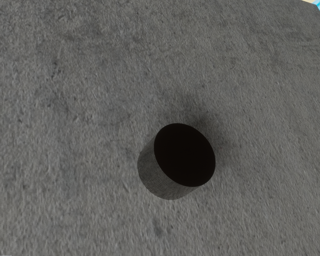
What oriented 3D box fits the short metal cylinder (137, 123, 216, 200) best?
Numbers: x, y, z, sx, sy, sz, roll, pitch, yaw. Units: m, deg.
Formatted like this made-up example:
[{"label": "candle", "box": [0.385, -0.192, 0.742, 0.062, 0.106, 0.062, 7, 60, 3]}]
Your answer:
[{"label": "short metal cylinder", "box": [0.019, 0.041, 0.375, 0.081, 0.050, 0.080, 14, 56, -21]}]
